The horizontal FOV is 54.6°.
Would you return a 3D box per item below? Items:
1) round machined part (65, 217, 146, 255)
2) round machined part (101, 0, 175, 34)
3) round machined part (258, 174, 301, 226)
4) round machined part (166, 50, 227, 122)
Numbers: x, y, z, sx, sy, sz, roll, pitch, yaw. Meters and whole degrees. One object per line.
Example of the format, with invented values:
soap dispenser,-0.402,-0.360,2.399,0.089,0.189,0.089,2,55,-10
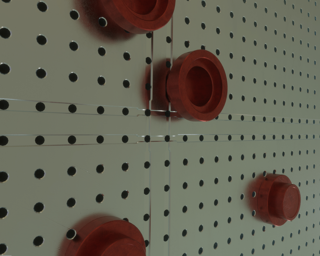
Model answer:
round machined part,-0.054,0.154,0.352,0.099,0.042,0.097,0,90,-40
round machined part,-0.031,-0.161,0.370,0.099,0.042,0.097,0,90,-40
round machined part,0.233,0.138,0.591,0.099,0.042,0.097,0,90,-40
round machined part,0.048,-0.058,0.437,0.099,0.042,0.097,-1,91,-40
